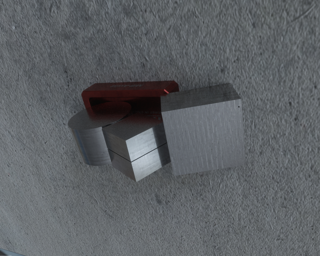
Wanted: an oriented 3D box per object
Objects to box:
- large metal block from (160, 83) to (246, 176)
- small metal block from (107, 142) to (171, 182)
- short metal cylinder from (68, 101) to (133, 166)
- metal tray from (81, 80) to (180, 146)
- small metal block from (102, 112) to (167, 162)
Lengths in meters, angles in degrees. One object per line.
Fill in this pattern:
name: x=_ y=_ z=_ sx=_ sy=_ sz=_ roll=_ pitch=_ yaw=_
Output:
large metal block: x=0.048 y=0.001 z=0.349 sx=0.080 sy=0.050 sz=0.079 roll=-10 pitch=117 yaw=3
small metal block: x=-0.023 y=0.031 z=0.355 sx=0.050 sy=0.050 sz=0.025 roll=21 pitch=130 yaw=49
short metal cylinder: x=-0.070 y=0.005 z=0.396 sx=0.080 sy=0.080 sz=0.050 roll=1 pitch=119 yaw=27
metal tray: x=-0.034 y=-0.014 z=0.414 sx=0.130 sy=0.030 sz=0.089 roll=2 pitch=120 yaw=27
small metal block: x=-0.028 y=0.008 z=0.344 sx=0.050 sy=0.050 sz=0.025 roll=21 pitch=130 yaw=49
